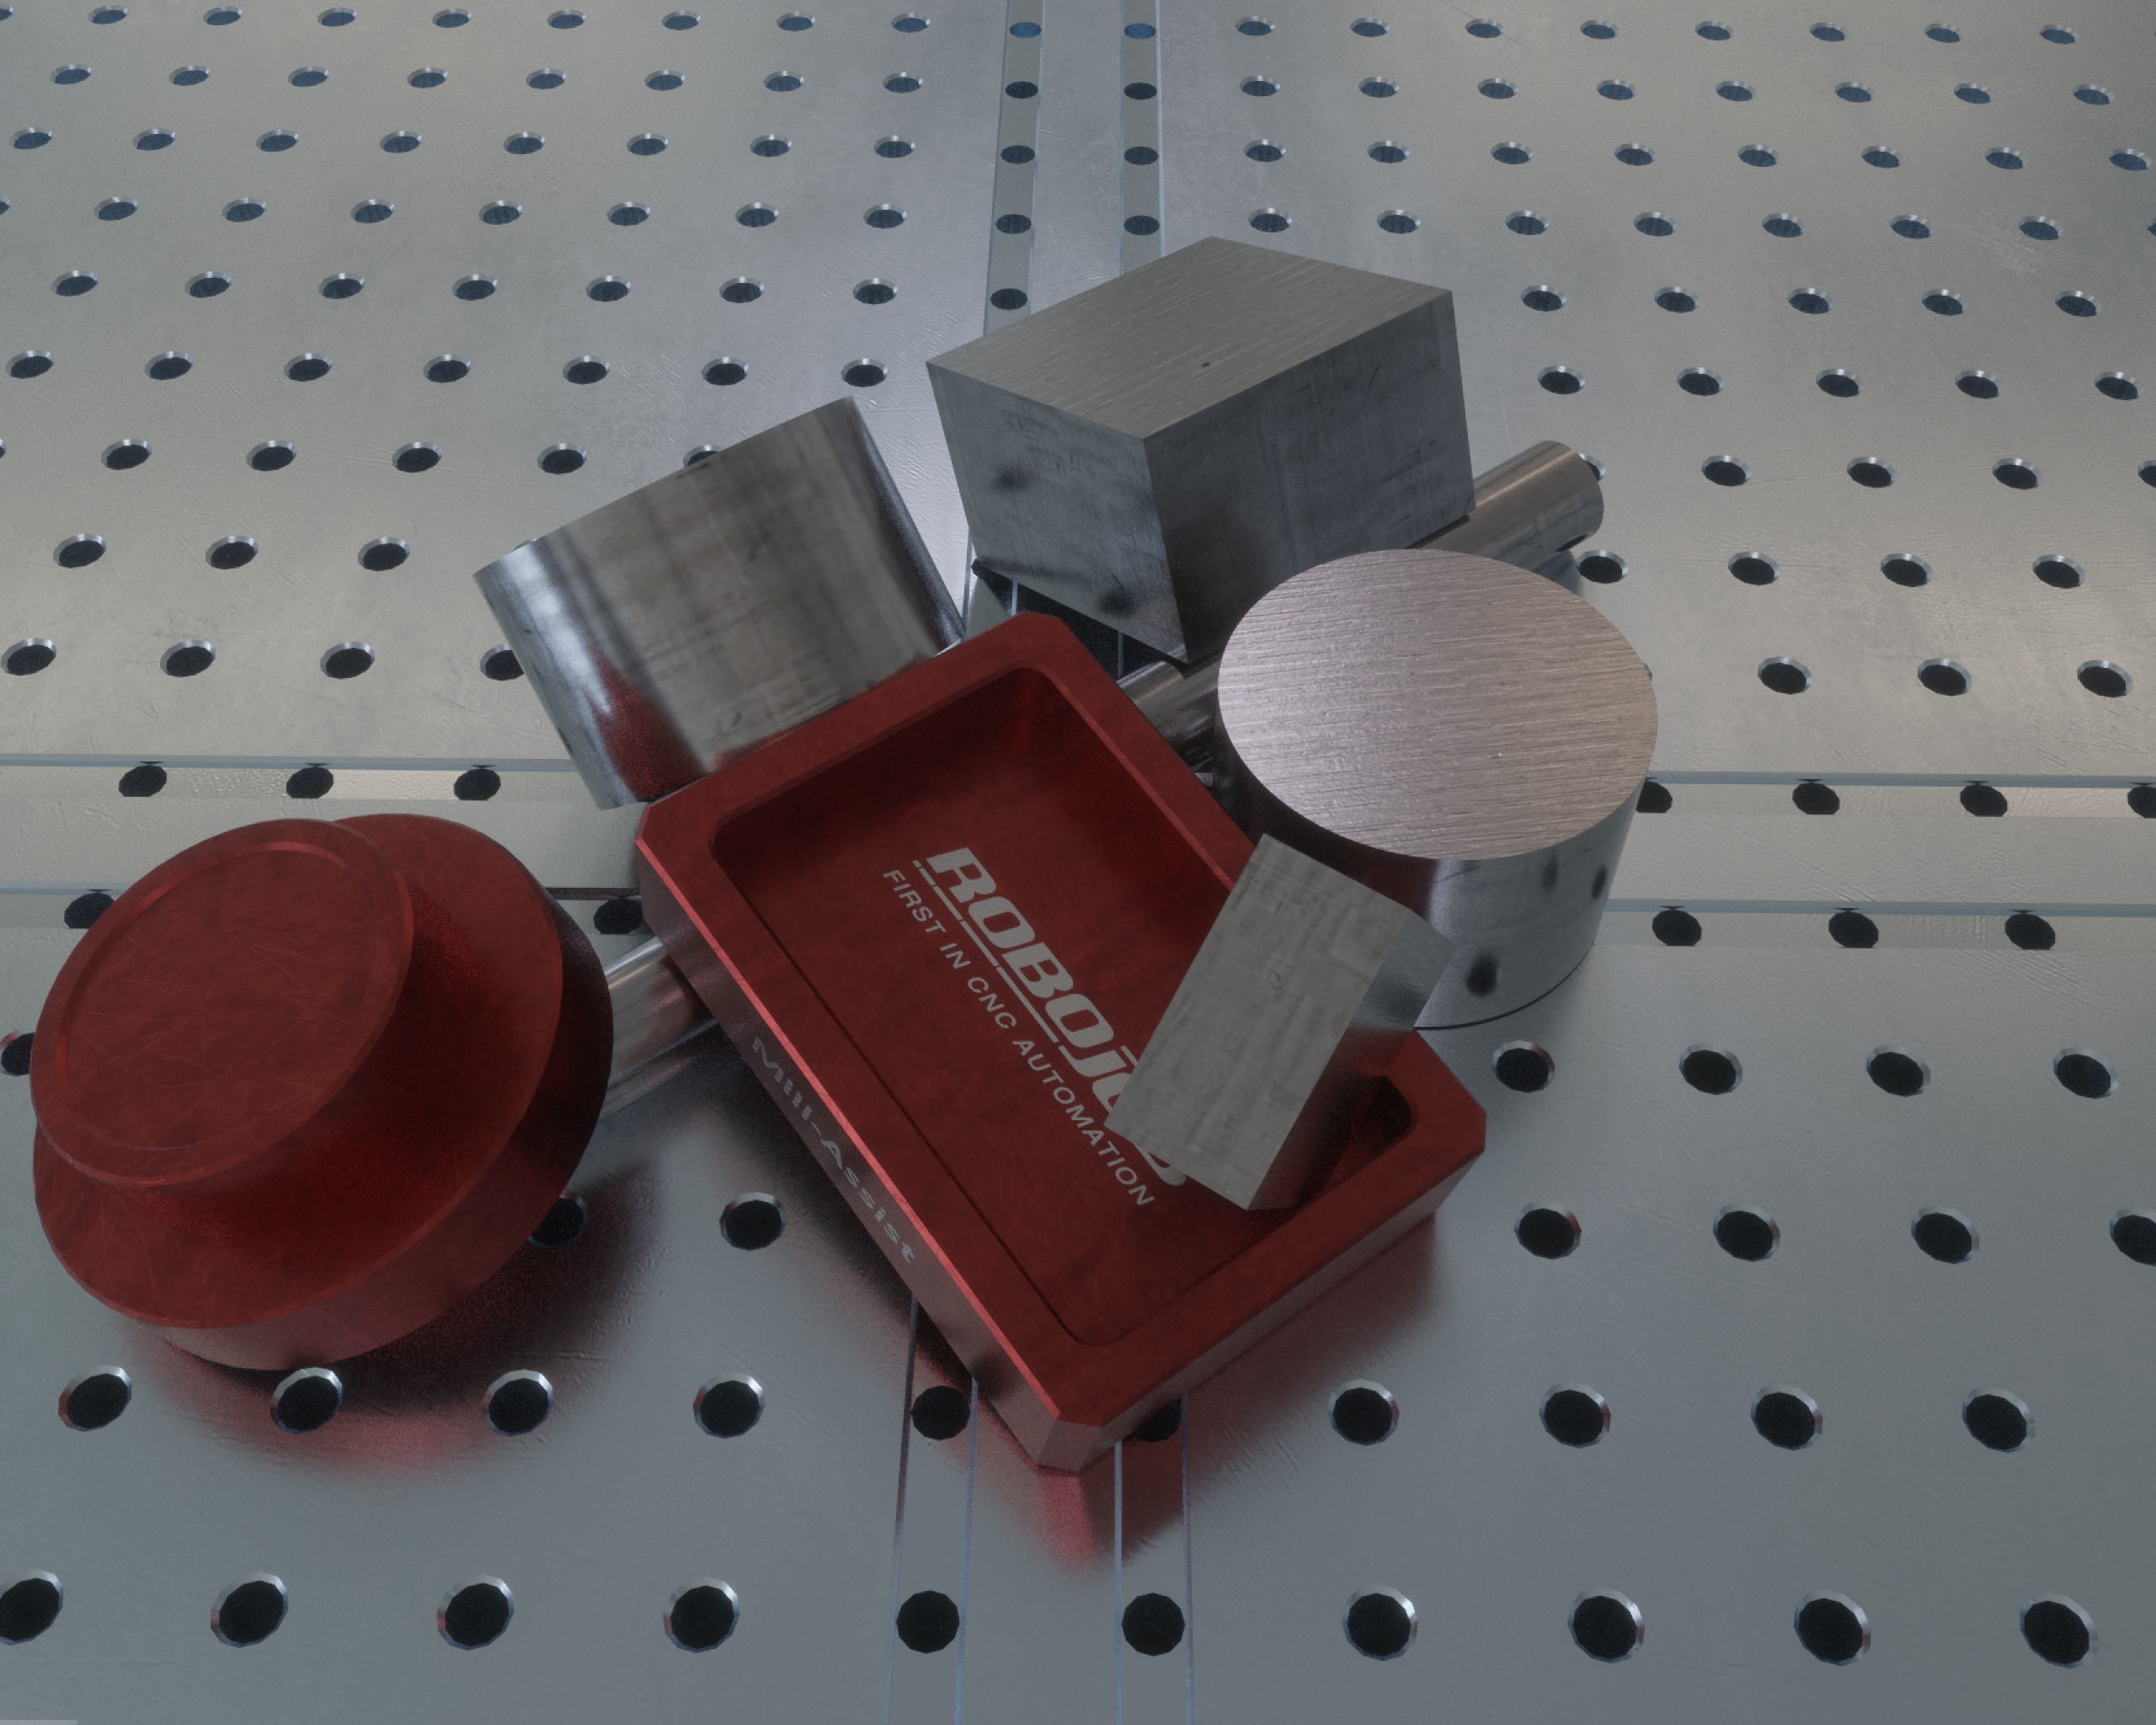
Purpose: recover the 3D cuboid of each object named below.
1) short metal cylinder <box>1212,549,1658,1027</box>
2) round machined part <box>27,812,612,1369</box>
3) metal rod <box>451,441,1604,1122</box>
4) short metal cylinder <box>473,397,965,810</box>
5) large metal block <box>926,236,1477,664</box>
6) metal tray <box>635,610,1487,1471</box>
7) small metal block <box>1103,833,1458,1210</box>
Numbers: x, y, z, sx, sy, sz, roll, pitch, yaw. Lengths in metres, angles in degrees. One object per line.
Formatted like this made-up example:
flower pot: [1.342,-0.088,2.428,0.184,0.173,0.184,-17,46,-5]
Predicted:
short metal cylinder: [0.066,-0.015,0.404,0.081,0.050,0.080,0,50,0]
round machined part: [-0.133,0.031,0.352,0.098,0.042,0.098,-8,55,13]
metal rod: [-0.008,-0.014,0.421,0.302,0.025,0.025,-31,57,-23]
short metal cylinder: [-0.069,-0.051,0.407,0.080,0.050,0.080,-24,12,6]
large metal block: [0.027,-0.093,0.455,0.081,0.050,0.080,-30,37,-23]
metal tray: [-0.005,0.026,0.364,0.091,0.030,0.130,-31,69,-23]
small metal block: [0.034,0.027,0.331,0.025,0.050,0.050,29,91,20]
